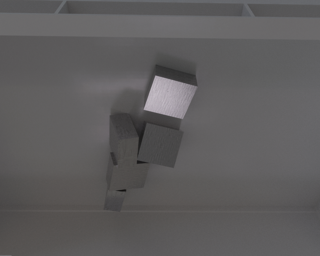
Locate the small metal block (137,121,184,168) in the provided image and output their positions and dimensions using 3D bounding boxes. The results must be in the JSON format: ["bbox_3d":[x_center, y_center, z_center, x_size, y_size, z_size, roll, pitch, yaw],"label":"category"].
[{"bbox_3d":[-0.001,0.021,0.412,0.050,0.025,0.050,14,96,-12],"label":"small metal block"}]

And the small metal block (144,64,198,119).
[{"bbox_3d":[0.012,-0.043,0.373,0.050,0.025,0.050,13,129,-11],"label":"small metal block"}]

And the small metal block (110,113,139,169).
[{"bbox_3d":[-0.048,0.017,0.402,0.025,0.050,0.050,-8,130,-19],"label":"small metal block"}]

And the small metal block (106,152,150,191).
[{"bbox_3d":[-0.045,0.060,0.432,0.050,0.025,0.050,-1,129,-22],"label":"small metal block"}]

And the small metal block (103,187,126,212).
[{"bbox_3d":[-0.066,0.090,0.469,0.025,0.050,0.050,11,130,-9],"label":"small metal block"}]
